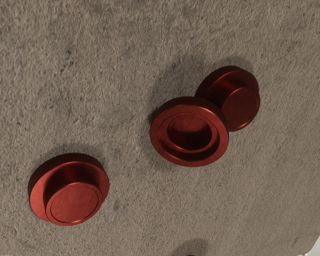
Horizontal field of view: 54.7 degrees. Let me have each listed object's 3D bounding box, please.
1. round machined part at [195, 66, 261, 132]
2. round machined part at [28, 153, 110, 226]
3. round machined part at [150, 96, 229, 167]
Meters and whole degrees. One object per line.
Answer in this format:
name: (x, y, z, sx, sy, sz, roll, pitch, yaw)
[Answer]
round machined part: (0.099, -0.034, 0.432, 0.099, 0.042, 0.097, -14, 125, -21)
round machined part: (-0.110, 0.083, 0.388, 0.099, 0.042, 0.097, -14, 125, -21)
round machined part: (0.039, 0.001, 0.400, 0.098, 0.042, 0.097, 6, 127, 9)
